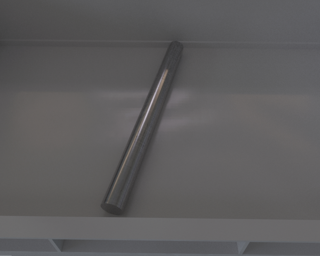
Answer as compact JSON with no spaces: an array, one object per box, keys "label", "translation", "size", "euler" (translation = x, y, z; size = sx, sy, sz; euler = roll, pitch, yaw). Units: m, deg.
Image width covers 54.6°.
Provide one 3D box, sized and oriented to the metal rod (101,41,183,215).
[{"label":"metal rod","translation":[-0.012,-0.024,0.425],"size":[0.025,0.025,0.300],"euler":[12,51,10]}]
